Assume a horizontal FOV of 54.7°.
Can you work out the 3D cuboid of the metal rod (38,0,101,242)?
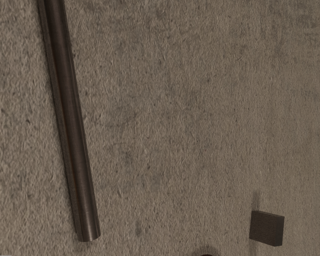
[{"bbox_3d":[-0.097,-0.027,0.324,0.025,0.025,0.298,-13,98,-40],"label":"metal rod"}]

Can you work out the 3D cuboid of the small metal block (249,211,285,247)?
[{"bbox_3d":[0.190,0.178,0.552,0.025,0.050,0.050,13,82,-40],"label":"small metal block"}]
